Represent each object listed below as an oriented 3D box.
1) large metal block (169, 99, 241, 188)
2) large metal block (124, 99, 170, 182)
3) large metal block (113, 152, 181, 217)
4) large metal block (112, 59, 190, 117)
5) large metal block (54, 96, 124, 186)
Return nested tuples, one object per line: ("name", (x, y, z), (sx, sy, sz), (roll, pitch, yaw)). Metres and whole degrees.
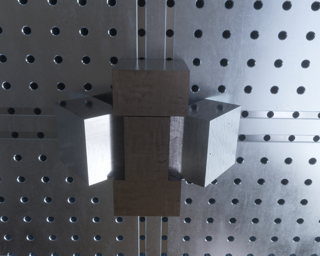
("large metal block", (0.056, 0.014, 0.381), (0.050, 0.081, 0.079), (15, 114, 34))
("large metal block", (-0.015, 0.011, 0.387), (0.050, 0.080, 0.079), (1, 110, -1))
("large metal block", (-0.016, 0.071, 0.409), (0.081, 0.080, 0.050), (1, 110, -1))
("large metal block", (-0.010, -0.050, 0.364), (0.081, 0.080, 0.050), (1, 110, -1))
("large metal block", (-0.086, 0.012, 0.380), (0.050, 0.080, 0.079), (-16, 116, -37))
